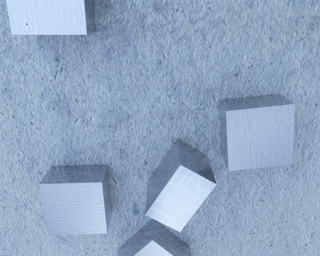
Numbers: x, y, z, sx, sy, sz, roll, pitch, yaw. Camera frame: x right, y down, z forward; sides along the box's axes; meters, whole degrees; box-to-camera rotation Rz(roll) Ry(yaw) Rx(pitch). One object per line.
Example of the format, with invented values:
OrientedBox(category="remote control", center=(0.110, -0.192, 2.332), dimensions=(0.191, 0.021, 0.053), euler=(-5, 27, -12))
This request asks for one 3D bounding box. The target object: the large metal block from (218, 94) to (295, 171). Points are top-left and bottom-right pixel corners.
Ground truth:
OrientedBox(category="large metal block", center=(0.122, 0.004, 0.399), dimensions=(0.080, 0.050, 0.079), euler=(-6, 110, 2))

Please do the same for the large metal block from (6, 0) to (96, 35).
OrientedBox(category="large metal block", center=(-0.119, -0.146, 0.341), dimensions=(0.081, 0.050, 0.079), euler=(0, 110, 0))

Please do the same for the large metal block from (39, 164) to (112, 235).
OrientedBox(category="large metal block", center=(-0.113, 0.099, 0.432), dimensions=(0.080, 0.050, 0.079), euler=(-1, 110, 0))

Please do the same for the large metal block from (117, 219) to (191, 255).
OrientedBox(category="large metal block", center=(-0.009, 0.198, 0.469), dimensions=(0.080, 0.050, 0.080), euler=(42, 105, -14))

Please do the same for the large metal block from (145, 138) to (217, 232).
OrientedBox(category="large metal block", center=(0.024, 0.072, 0.407), dimensions=(0.050, 0.080, 0.080), euler=(30, 107, -10))
